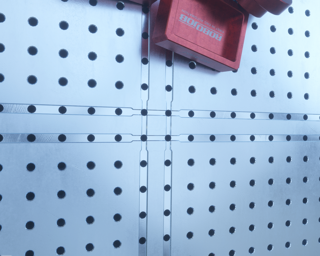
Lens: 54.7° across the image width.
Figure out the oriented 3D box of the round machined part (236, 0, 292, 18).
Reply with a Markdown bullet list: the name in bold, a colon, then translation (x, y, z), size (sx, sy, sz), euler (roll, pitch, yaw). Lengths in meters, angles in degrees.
- **round machined part**: translation (0.136, -0.196, 0.437), size (0.099, 0.042, 0.098), euler (23, 48, -27)

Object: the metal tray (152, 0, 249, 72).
- **metal tray**: translation (0.059, -0.137, 0.415), size (0.131, 0.030, 0.090), euler (14, 85, -34)

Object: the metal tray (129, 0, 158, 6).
- **metal tray**: translation (-0.057, -0.214, 0.377), size (0.131, 0.030, 0.089), euler (6, 88, -29)
